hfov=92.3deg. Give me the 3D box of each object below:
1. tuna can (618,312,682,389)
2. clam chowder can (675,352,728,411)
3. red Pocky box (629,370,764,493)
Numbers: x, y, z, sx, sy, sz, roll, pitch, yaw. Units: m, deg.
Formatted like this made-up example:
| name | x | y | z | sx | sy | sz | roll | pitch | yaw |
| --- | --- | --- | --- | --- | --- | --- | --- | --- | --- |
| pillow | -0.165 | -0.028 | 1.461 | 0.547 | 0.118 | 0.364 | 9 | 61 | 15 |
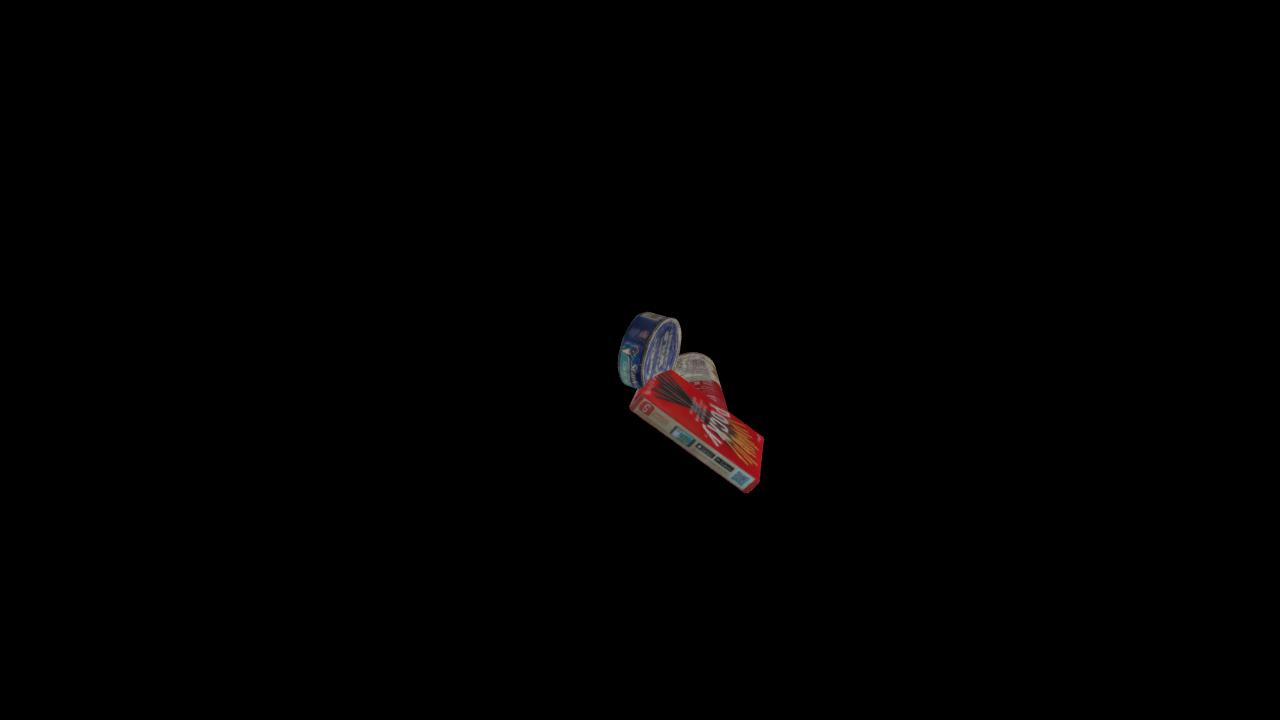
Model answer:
| name | x | y | z | sx | sy | sz | roll | pitch | yaw |
| --- | --- | --- | --- | --- | --- | --- | --- | --- | --- |
| tuna can | 0.011 | -0.008 | 0.652 | 0.034 | 0.084 | 0.084 | 17 | 8 | 25 |
| clam chowder can | 0.068 | 0.046 | 0.746 | 0.068 | 0.068 | 0.102 | 0 | 38 | -6 |
| red Pocky box | 0.065 | 0.068 | 0.657 | 0.155 | 0.028 | 0.083 | 36 | 28 | -6 |
